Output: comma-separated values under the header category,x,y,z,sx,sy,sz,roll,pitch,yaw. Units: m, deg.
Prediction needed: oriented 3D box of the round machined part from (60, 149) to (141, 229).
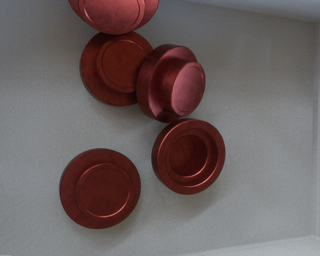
category,x,y,z,sx,sy,sz,roll,pitch,yaw
round machined part,-0.070,0.075,0.377,0.099,0.042,0.097,0,90,-21

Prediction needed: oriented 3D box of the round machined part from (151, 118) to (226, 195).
category,x,y,z,sx,sy,sz,roll,pitch,yaw
round machined part,0.034,0.035,0.411,0.099,0.042,0.097,-4,100,-23

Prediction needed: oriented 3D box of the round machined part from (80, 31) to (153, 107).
category,x,y,z,sx,sy,sz,roll,pitch,yaw
round machined part,-0.047,-0.076,0.385,0.099,0.042,0.097,0,91,-20

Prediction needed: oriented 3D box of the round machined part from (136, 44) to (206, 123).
category,x,y,z,sx,sy,sz,roll,pitch,yaw
round machined part,0.020,-0.052,0.385,0.099,0.042,0.097,-26,126,-41

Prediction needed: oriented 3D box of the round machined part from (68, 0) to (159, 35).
category,x,y,z,sx,sy,sz,roll,pitch,yaw
round machined part,-0.050,-0.139,0.329,0.099,0.097,0.042,12,54,-20
